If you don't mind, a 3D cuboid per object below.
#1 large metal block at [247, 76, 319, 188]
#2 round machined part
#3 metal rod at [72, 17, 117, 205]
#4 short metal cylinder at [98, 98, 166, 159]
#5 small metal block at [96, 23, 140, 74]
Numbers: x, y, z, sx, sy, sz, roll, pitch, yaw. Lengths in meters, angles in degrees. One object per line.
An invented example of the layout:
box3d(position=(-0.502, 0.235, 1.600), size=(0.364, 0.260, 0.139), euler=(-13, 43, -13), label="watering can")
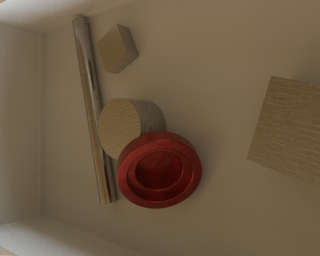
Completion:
box3d(position=(0.136, 0.003, 0.278), size=(0.080, 0.050, 0.079), euler=(21, 103, 37), label="large metal block")
box3d(position=(-0.002, 0.046, 0.372), size=(0.097, 0.099, 0.042), euler=(-61, 20, 22), label="round machined part")
box3d(position=(-0.105, -0.032, 0.490), size=(0.025, 0.025, 0.298), euler=(-18, 79, 38), label="metal rod")
box3d(position=(-0.038, 0.001, 0.420), size=(0.080, 0.050, 0.079), euler=(0, 90, 39), label="short metal cylinder")
box3d(position=(-0.063, -0.116, 0.457), size=(0.050, 0.025, 0.050), euler=(-31, 71, 35), label="small metal block")
